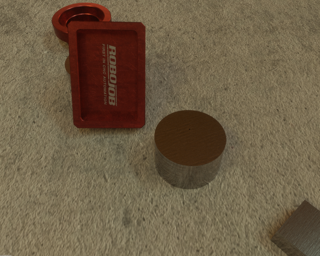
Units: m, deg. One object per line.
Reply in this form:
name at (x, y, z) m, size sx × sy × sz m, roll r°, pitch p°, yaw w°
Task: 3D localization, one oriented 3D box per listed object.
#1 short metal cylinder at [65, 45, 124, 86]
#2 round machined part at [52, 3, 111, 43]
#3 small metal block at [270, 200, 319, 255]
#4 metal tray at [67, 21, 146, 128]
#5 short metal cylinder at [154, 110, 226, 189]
short metal cylinder at (-0.092, -0.077, 0.451) m, size 0.080 × 0.050 × 0.080 m, roll 0°, pitch 50°, yaw 0°
round machined part at (-0.132, -0.173, 0.537) m, size 0.099 × 0.042 × 0.098 m, roll 0°, pitch 50°, yaw 0°
small metal block at (0.150, 0.110, 0.312) m, size 0.050 × 0.025 × 0.050 m, roll -35°, pitch 58°, yaw -26°
metal tray at (-0.064, -0.066, 0.391) m, size 0.091 × 0.129 × 0.030 m, roll 0°, pitch 15°, yaw -3°
short metal cylinder at (0.034, 0.025, 0.367) m, size 0.081 × 0.050 × 0.080 m, roll 0°, pitch 50°, yaw 0°
